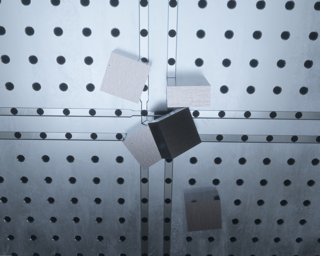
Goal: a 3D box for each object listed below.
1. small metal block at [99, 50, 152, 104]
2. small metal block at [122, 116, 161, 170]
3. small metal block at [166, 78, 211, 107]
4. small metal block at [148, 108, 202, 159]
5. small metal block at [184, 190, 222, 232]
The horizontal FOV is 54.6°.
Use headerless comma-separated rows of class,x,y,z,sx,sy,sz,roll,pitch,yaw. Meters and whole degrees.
small metal block,-0.042,-0.065,0.389,0.050,0.025,0.050,19,109,-7
small metal block,-0.015,0.020,0.421,0.050,0.025,0.050,-33,107,11
small metal block,0.034,-0.045,0.384,0.050,0.050,0.025,-1,110,0
small metal block,0.019,0.006,0.398,0.050,0.025,0.050,-27,100,-30
small metal block,0.063,0.123,0.459,0.050,0.025,0.050,-6,110,2
